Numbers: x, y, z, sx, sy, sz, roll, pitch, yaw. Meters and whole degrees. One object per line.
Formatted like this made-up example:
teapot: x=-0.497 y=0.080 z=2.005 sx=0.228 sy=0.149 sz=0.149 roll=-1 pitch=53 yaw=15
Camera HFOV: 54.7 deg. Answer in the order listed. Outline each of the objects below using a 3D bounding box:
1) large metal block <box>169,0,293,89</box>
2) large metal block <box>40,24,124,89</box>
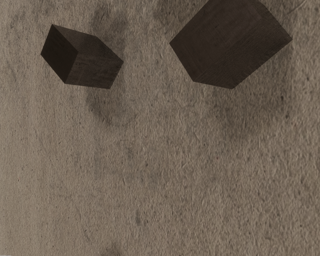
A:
large metal block: x=0.071 y=-0.087 z=0.309 sx=0.080 sy=0.081 sz=0.050 roll=-42 pitch=65 yaw=32
large metal block: x=-0.116 y=-0.104 z=0.462 sx=0.080 sy=0.081 sz=0.050 roll=46 pitch=117 yaw=30
